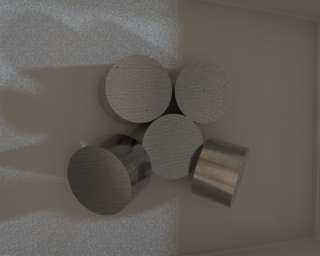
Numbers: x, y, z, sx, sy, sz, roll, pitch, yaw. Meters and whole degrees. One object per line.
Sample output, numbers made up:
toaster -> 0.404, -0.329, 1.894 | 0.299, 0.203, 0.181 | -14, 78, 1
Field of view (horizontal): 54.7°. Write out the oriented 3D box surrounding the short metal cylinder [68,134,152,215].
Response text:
short metal cylinder -> -0.056, 0.051, 0.354 | 0.050, 0.080, 0.080 | -32, 105, -63

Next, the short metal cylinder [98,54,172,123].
short metal cylinder -> -0.032, -0.046, 0.383 | 0.081, 0.050, 0.079 | 0, 90, -21

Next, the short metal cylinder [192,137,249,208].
short metal cylinder -> 0.080, 0.057, 0.404 | 0.050, 0.080, 0.080 | 17, 83, 20

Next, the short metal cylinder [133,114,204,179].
short metal cylinder -> 0.008, 0.022, 0.398 | 0.081, 0.050, 0.079 | 0, 90, -21

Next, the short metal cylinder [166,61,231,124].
short metal cylinder -> 0.047, -0.046, 0.414 | 0.081, 0.050, 0.079 | 0, 90, -21
